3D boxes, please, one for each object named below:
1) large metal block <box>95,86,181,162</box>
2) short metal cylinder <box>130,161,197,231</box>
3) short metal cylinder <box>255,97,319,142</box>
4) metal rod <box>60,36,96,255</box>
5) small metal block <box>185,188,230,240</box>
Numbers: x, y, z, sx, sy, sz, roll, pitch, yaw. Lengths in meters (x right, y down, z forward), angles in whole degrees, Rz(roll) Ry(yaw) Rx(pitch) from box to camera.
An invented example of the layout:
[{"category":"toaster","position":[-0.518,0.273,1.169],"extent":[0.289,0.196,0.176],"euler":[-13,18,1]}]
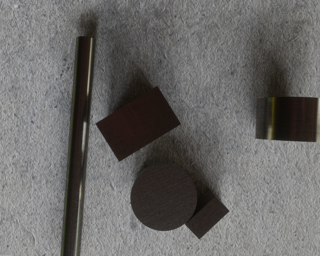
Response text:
[{"category":"large metal block","position":[-0.024,-0.005,0.382],"extent":[0.080,0.080,0.050],"euler":[-32,90,0]},{"category":"short metal cylinder","position":[0.005,0.084,0.397],"extent":[0.081,0.050,0.079],"euler":[0,90,0]},{"category":"short metal cylinder","position":[0.161,-0.010,0.384],"extent":[0.081,0.080,0.050],"euler":[2,90,0]},{"category":"metal rod","position":[-0.108,0.031,0.408],"extent":[0.025,0.025,0.298],"euler":[4,90,0]},{"category":"small metal block","position":[0.057,0.108,0.398],"extent":[0.050,0.050,0.025],"euler":[-43,90,0]}]
